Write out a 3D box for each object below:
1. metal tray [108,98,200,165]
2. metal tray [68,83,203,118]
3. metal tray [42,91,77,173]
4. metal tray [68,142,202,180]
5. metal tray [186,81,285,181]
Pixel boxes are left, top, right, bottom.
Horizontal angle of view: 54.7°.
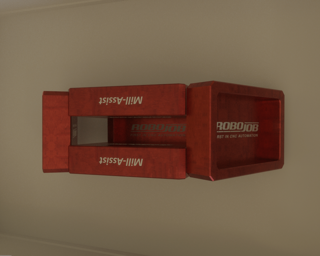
[{"bbox_3d":[-0.004,0.003,0.408,0.130,0.030,0.089,0,90,19],"label":"metal tray"},{"bbox_3d":[-0.024,-0.027,0.350,0.130,0.090,0.030,0,90,20],"label":"metal tray"},{"bbox_3d":[-0.125,0.003,0.399,0.030,0.130,0.089,0,91,-12],"label":"metal tray"},{"bbox_3d":[-0.024,0.033,0.351,0.130,0.090,0.030,0,90,19],"label":"metal tray"},{"bbox_3d":[0.084,0.002,0.325,0.030,0.131,0.089,1,91,49],"label":"metal tray"}]
